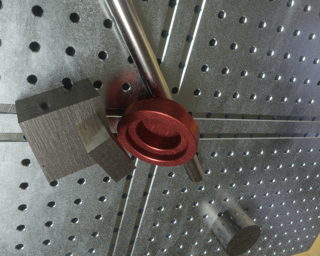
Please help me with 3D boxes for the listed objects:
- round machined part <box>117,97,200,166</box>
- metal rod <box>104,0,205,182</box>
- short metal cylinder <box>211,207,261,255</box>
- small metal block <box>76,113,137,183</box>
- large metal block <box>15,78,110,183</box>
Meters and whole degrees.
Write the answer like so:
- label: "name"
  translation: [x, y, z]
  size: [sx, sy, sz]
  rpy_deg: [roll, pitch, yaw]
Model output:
- label: "round machined part"
  translation: [0.000, 0.001, 0.381]
  size: [0.098, 0.042, 0.097]
  rpy_deg: [11, 138, 10]
- label: "metal rod"
  translation: [0.007, -0.028, 0.399]
  size: [0.025, 0.025, 0.299]
  rpy_deg: [-32, 129, -8]
- label: "short metal cylinder"
  translation: [0.148, 0.202, 0.604]
  size: [0.081, 0.050, 0.079]
  rpy_deg: [-14, 124, -21]
- label: "small metal block"
  translation: [-0.055, 0.020, 0.314]
  size: [0.025, 0.050, 0.050]
  rpy_deg: [-37, 130, -4]
- label: "large metal block"
  translation: [-0.101, 0.001, 0.342]
  size: [0.081, 0.050, 0.080]
  rpy_deg: [-22, 127, -16]
